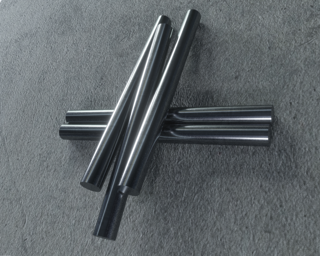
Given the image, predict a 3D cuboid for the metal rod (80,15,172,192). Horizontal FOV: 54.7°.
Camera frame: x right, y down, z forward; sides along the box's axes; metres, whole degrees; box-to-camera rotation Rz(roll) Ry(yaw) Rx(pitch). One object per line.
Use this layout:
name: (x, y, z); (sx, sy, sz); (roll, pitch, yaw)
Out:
metal rod: (-0.036, -0.054, 0.429); (0.025, 0.025, 0.300); (1, 54, 28)

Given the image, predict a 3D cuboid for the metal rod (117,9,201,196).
metal rod: (0.009, -0.054, 0.405); (0.025, 0.025, 0.300); (1, 54, 28)

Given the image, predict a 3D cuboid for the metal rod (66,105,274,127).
metal rod: (-0.006, -0.015, 0.418); (0.300, 0.025, 0.025); (0, 62, 28)

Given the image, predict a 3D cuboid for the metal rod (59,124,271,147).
metal rod: (-0.013, 0.007, 0.408); (0.300, 0.025, 0.025); (0, 62, 28)

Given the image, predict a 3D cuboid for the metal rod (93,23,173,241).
metal rod: (-0.026, -0.014, 0.393); (0.025, 0.025, 0.300); (0, 61, 28)
